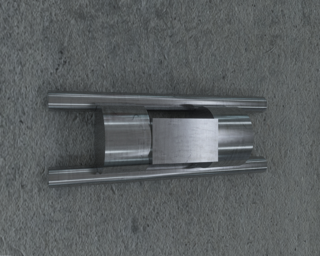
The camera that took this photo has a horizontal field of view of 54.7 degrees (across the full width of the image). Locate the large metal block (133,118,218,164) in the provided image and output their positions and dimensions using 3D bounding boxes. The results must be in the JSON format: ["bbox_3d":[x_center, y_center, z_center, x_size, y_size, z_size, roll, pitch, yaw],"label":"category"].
[{"bbox_3d":[0.016,0.014,0.384,0.081,0.080,0.050,0,90,-20],"label":"large metal block"}]

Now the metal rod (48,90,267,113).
[{"bbox_3d":[0.011,-0.033,0.414,0.303,0.025,0.025,-1,91,-20],"label":"metal rod"}]

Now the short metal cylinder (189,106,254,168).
[{"bbox_3d":[0.078,0.012,0.409,0.050,0.080,0.079,-1,91,-20],"label":"short metal cylinder"}]

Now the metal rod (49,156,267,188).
[{"bbox_3d":[0.012,0.056,0.415,0.303,0.025,0.025,-1,91,-20],"label":"metal rod"}]

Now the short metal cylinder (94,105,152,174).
[{"bbox_3d":[-0.046,0.013,0.363,0.050,0.080,0.079,-1,91,-20],"label":"short metal cylinder"}]
